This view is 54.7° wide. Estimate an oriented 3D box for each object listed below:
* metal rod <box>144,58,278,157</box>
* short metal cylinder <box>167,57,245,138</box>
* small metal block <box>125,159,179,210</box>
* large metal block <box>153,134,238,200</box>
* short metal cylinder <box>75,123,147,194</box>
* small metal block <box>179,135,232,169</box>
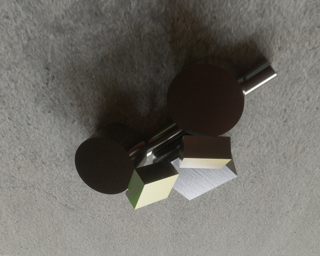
[{"bbox_3d":[0.014,0.006,0.413,0.299,0.025,0.025,-34,123,25],"label":"metal rod"},{"bbox_3d":[0.053,-0.036,0.343,0.080,0.050,0.079,6,112,14],"label":"short metal cylinder"},{"bbox_3d":[-0.010,0.070,0.387,0.050,0.025,0.050,-12,139,-34],"label":"small metal block"},{"bbox_3d":[0.047,0.046,0.430,0.080,0.050,0.080,-34,123,25],"label":"large metal block"},{"bbox_3d":[-0.063,0.039,0.407,0.080,0.050,0.079,6,112,14],"label":"short metal cylinder"},{"bbox_3d":[0.049,0.028,0.352,0.050,0.025,0.050,2,161,-2],"label":"small metal block"}]
